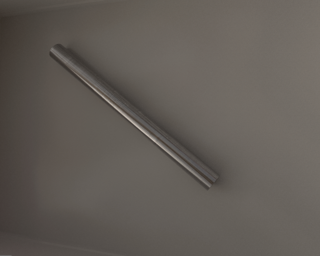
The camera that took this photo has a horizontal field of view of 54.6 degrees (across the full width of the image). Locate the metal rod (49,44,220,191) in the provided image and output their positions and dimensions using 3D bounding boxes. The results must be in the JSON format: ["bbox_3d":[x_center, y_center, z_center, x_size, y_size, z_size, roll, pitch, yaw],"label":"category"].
[{"bbox_3d":[-0.044,-0.023,0.426,0.300,0.025,0.025,40,103,15],"label":"metal rod"}]
